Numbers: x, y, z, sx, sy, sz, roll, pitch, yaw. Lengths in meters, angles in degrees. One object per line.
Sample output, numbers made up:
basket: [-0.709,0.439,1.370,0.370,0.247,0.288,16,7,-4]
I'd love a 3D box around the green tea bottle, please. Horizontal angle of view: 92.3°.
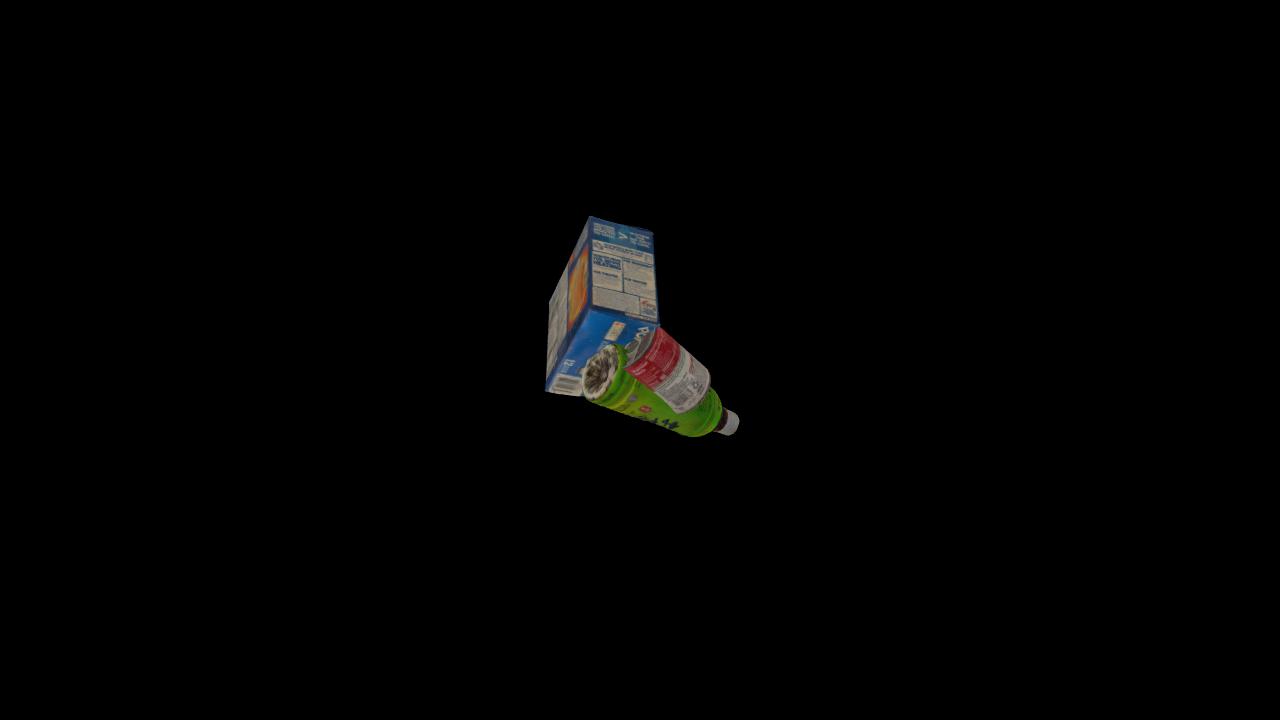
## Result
green tea bottle: [0.035,0.046,0.716,0.212,0.073,0.073,23,-13,-32]

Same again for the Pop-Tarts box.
Pop-Tarts box: [-0.049,-0.056,0.726,0.083,0.141,0.167,11,-37,-21]

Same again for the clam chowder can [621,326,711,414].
clam chowder can: [0.023,0.008,0.679,0.102,0.068,0.068,39,-23,-31]
